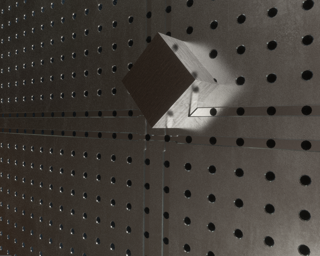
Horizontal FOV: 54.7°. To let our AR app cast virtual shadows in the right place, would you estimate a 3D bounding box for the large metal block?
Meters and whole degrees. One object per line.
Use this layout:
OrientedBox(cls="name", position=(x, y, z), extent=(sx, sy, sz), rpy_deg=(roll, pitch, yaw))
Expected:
OrientedBox(cls="large metal block", position=(0.010, -0.056, 0.383), extent=(0.080, 0.050, 0.080), rpy_deg=(-48, 62, 29))
